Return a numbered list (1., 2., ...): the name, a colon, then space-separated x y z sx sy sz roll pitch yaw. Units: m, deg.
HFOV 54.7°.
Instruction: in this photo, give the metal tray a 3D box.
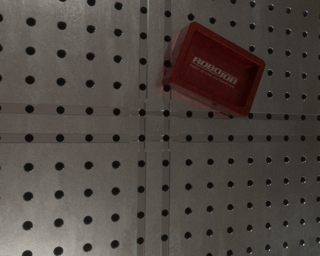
1. metal tray: 0.079 -0.079 0.440 0.131 0.030 0.090 23 82 -19
